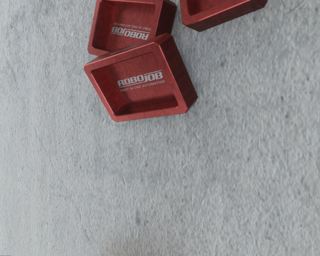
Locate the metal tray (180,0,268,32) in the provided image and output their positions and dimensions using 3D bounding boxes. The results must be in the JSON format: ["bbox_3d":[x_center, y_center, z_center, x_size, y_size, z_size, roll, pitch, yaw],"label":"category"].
[{"bbox_3d":[0.063,-0.186,0.347,0.090,0.030,0.129,-10,84,39],"label":"metal tray"}]

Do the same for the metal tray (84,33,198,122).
[{"bbox_3d":[-0.027,-0.057,0.392,0.130,0.030,0.090,-6,120,39],"label":"metal tray"}]

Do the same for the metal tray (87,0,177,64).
[{"bbox_3d":[-0.044,-0.137,0.435,0.130,0.030,0.089,22,104,37],"label":"metal tray"}]
